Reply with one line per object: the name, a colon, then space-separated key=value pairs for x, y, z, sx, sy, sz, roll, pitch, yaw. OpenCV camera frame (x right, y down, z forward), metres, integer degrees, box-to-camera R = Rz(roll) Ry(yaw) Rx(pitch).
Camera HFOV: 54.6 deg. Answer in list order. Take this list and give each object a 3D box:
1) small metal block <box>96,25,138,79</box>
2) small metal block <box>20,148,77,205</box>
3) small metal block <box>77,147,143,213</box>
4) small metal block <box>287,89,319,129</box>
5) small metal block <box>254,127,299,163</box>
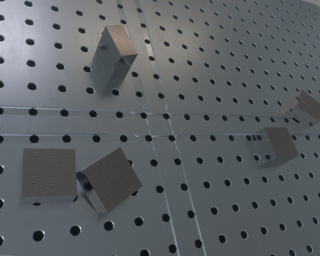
small metal block: x=-0.060 y=-0.103 z=0.422 sx=0.025 sy=0.050 sz=0.050 roll=-16 pitch=70 yaw=-34
small metal block: x=-0.114 y=0.049 z=0.317 sx=0.050 sy=0.025 sz=0.050 roll=3 pitch=60 yaw=-26
small metal block: x=-0.055 y=0.056 z=0.336 sx=0.050 sy=0.025 sz=0.050 roll=-33 pitch=96 yaw=-38
small metal block: x=0.268 y=-0.036 z=0.573 sx=0.050 sy=0.025 sz=0.050 roll=37 pitch=51 yaw=-3
small metal block: x=0.184 y=0.027 z=0.490 sx=0.050 sy=0.025 sz=0.050 roll=0 pitch=62 yaw=-28
